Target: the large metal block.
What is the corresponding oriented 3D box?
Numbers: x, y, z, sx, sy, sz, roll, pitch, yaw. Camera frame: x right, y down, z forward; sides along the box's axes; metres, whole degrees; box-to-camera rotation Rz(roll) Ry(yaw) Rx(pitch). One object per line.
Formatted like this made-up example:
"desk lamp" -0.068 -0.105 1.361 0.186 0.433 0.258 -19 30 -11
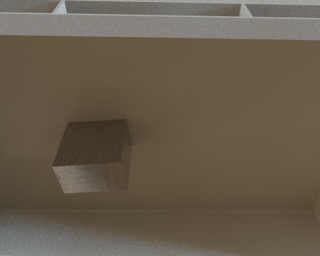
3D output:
"large metal block" -0.082 0.035 0.402 0.080 0.080 0.050 -4 130 3
